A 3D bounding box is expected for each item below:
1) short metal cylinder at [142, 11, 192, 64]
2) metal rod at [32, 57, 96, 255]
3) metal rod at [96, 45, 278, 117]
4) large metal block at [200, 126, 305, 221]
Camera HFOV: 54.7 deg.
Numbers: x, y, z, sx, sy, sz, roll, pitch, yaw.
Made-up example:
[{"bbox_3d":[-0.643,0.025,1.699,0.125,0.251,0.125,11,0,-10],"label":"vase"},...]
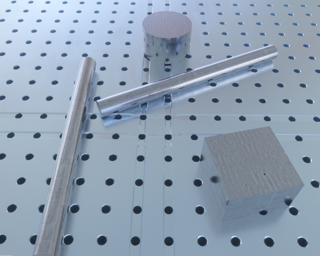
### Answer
[{"bbox_3d":[0.012,-0.153,0.520,0.081,0.050,0.080,0,50,0],"label":"short metal cylinder"},{"bbox_3d":[-0.112,0.012,0.396,0.025,0.025,0.300,0,50,-1],"label":"metal rod"},{"bbox_3d":[0.052,-0.077,0.472,0.302,0.025,0.025,-20,53,-17],"label":"metal rod"},{"bbox_3d":[0.098,0.050,0.351,0.081,0.050,0.080,-9,51,-8],"label":"large metal block"}]
